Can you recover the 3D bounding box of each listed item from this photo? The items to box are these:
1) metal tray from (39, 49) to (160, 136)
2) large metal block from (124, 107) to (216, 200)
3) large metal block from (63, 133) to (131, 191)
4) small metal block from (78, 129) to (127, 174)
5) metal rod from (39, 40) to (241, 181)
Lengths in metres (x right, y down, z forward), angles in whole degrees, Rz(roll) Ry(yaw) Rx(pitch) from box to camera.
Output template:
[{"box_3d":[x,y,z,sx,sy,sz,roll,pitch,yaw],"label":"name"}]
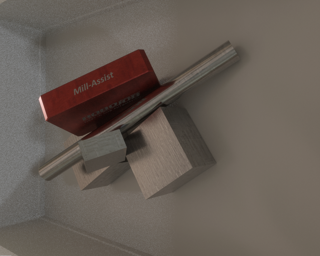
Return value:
[{"box_3d":[-0.064,-0.038,0.379,0.130,0.090,0.030,-25,73,3],"label":"metal tray"},{"box_3d":[0.008,0.030,0.381,0.080,0.050,0.080,-41,66,32],"label":"large metal block"},{"box_3d":[-0.089,0.035,0.457,0.080,0.050,0.080,-41,66,32],"label":"large metal block"},{"box_3d":[-0.070,0.029,0.381,0.050,0.050,0.025,110,138,-64],"label":"small metal block"},{"box_3d":[-0.039,-0.011,0.387,0.300,0.025,0.025,-32,70,19],"label":"metal rod"}]
